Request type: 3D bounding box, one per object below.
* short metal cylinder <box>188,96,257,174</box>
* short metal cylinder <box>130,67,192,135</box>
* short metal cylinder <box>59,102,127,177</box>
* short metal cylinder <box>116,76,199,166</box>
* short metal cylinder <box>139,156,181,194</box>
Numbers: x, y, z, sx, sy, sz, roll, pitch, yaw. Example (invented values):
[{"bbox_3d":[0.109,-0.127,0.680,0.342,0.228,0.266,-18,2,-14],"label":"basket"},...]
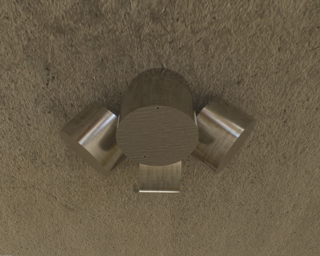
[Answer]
[{"bbox_3d":[0.071,0.009,0.374,0.050,0.081,0.079,37,131,20],"label":"short metal cylinder"},{"bbox_3d":[0.000,-0.025,0.371,0.081,0.050,0.079,0,130,0],"label":"short metal cylinder"},{"bbox_3d":[-0.075,0.015,0.377,0.080,0.050,0.080,35,158,17],"label":"short metal cylinder"},{"bbox_3d":[-0.003,-0.006,0.321,0.081,0.050,0.079,0,130,0],"label":"short metal cylinder"},{"bbox_3d":[-0.001,0.047,0.411,0.050,0.080,0.079,1,130,-2],"label":"short metal cylinder"}]
